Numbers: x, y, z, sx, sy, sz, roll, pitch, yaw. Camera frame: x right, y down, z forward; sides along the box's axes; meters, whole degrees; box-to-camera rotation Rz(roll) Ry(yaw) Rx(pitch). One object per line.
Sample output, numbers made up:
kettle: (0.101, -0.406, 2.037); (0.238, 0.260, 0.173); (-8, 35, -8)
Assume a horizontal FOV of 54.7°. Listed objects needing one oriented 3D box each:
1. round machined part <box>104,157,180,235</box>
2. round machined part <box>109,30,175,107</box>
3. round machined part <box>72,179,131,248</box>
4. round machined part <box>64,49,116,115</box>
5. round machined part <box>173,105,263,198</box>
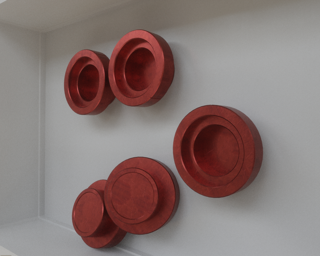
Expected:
round machined part: (-0.028, 0.085, 0.394); (0.098, 0.042, 0.097); (-3, 79, 17)
round machined part: (-0.020, -0.076, 0.410); (0.098, 0.042, 0.097); (0, 90, 39)
round machined part: (-0.091, 0.124, 0.453); (0.098, 0.042, 0.098); (-15, 65, 36)
round machined part: (-0.101, -0.068, 0.477); (0.098, 0.042, 0.097); (0, 90, 39)
round machined part: (0.066, 0.024, 0.340); (0.098, 0.042, 0.097); (0, 90, 39)
